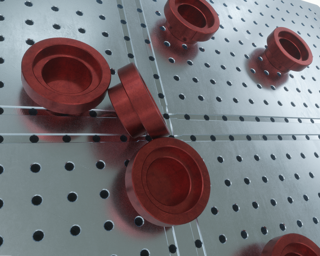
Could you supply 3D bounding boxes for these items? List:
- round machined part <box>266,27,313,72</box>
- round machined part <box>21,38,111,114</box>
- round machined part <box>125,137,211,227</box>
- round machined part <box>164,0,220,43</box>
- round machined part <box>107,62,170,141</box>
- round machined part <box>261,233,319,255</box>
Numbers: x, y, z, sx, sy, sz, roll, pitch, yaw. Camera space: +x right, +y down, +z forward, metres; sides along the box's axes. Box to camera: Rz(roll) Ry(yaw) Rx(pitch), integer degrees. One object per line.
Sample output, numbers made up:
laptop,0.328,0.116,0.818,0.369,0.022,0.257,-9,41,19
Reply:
round machined part,0.254,-0.152,0.626,0.099,0.042,0.098,13,56,-21
round machined part,-0.111,-0.057,0.369,0.099,0.042,0.098,11,56,-17
round machined part,0.006,0.063,0.357,0.099,0.042,0.098,12,63,-24
round machined part,0.051,-0.187,0.538,0.099,0.042,0.098,13,56,-21
round machined part,-0.028,-0.026,0.374,0.042,0.098,0.098,-27,73,3
round machined part,0.158,0.181,0.371,0.099,0.042,0.098,13,56,-21
